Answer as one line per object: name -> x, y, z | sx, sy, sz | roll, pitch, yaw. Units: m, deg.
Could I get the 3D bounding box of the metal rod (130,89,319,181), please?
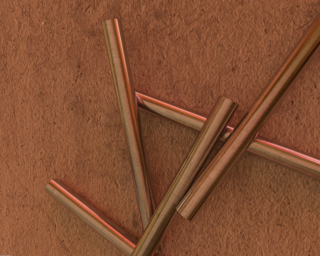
metal rod -> 0.085, 0.008, 0.378 | 0.301, 0.025, 0.025 | 22, 97, 18

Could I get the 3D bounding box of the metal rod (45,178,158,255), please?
metal rod -> -0.041, 0.162, 0.423 | 0.300, 0.025, 0.025 | 32, 100, 17

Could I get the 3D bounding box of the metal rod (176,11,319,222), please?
metal rod -> 0.115, -0.022, 0.346 | 0.025, 0.025, 0.299 | 37, 93, 16

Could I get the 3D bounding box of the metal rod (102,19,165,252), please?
metal rod -> -0.033, 0.013, 0.400 | 0.025, 0.025, 0.298 | -9, 95, 20

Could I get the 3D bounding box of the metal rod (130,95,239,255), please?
metal rod -> 0.010, 0.098, 0.376 | 0.025, 0.025, 0.299 | 31, 99, 17
